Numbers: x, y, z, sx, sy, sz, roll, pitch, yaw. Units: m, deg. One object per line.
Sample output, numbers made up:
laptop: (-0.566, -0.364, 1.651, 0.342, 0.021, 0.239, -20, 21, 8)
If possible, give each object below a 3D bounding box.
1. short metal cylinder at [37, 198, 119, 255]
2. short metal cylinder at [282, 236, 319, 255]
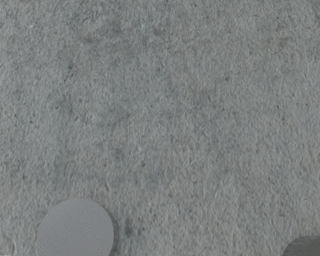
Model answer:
short metal cylinder: (-0.089, 0.123, 0.349, 0.081, 0.050, 0.080, 0, 70, 0)
short metal cylinder: (0.181, 0.160, 0.339, 0.081, 0.050, 0.080, 0, 70, 0)
